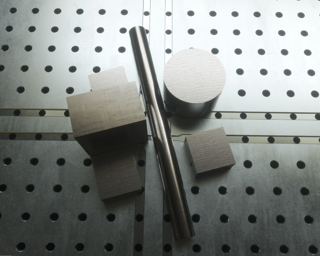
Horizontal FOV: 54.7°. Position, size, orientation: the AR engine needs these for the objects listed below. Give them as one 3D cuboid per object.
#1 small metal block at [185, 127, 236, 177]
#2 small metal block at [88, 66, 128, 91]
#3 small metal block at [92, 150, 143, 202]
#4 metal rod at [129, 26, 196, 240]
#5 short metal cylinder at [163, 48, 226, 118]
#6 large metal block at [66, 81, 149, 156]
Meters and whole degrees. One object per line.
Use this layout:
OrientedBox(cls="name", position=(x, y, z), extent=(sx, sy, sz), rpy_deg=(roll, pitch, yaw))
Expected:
OrientedBox(cls="small metal block", position=(0.064, 0.031, 0.401), extent=(0.050, 0.025, 0.050), rpy_deg=(-14, 71, -6))
OrientedBox(cls="small metal block", position=(-0.068, -0.053, 0.430), extent=(0.050, 0.025, 0.050), rpy_deg=(-16, 71, -6))
OrientedBox(cls="small metal block", position=(-0.053, 0.061, 0.389), extent=(0.050, 0.025, 0.050), rpy_deg=(-15, 71, -6))
OrientedBox(cls="metal rod", position=(-0.002, -0.008, 0.414), extent=(0.025, 0.025, 0.299), rpy_deg=(-12, 70, -5))
OrientedBox(cls="short metal cylinder", position=(0.044, -0.060, 0.420), extent=(0.081, 0.050, 0.080), rpy_deg=(0, 70, 0))
OrientedBox(cls="large metal block", position=(-0.061, -0.009, 0.383), extent=(0.081, 0.080, 0.050), rpy_deg=(-15, 71, -6))
